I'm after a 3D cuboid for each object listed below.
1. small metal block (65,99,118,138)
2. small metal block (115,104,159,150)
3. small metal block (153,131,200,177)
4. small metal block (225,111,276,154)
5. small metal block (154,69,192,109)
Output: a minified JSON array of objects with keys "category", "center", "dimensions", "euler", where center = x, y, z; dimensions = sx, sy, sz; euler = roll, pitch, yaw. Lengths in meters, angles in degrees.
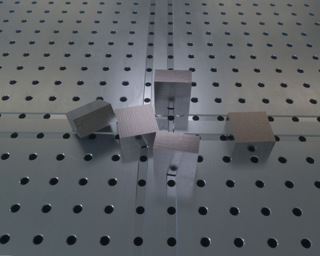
[{"category":"small metal block","center":[-0.090,-0.014,0.404],"dimensions":[0.050,0.025,0.050],"euler":[-27,22,-20]},{"category":"small metal block","center":[-0.031,-0.002,0.410],"dimensions":[0.050,0.025,0.050],"euler":[-10,51,-9]},{"category":"small metal block","center":[0.019,0.031,0.365],"dimensions":[0.050,0.050,0.025],"euler":[7,51,6]},{"category":"small metal block","center":[0.116,0.006,0.404],"dimensions":[0.050,0.025,0.050],"euler":[-2,50,-2]},{"category":"small metal block","center":[0.018,-0.055,0.438],"dimensions":[0.050,0.050,0.025],"euler":[2,50,2]}]
